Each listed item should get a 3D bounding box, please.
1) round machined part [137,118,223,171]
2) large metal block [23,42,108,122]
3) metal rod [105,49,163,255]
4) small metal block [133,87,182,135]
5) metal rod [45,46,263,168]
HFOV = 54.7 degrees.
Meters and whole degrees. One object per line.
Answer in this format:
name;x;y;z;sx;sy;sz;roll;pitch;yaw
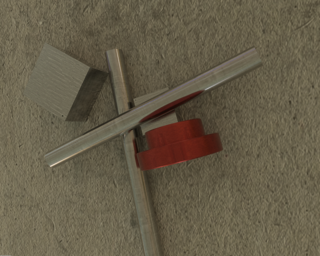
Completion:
round machined part;0.020;0.017;0.363;0.098;0.098;0.042;-16;85;19
large metal block;-0.133;-0.063;0.441;0.080;0.050;0.080;30;100;17
metal rod;-0.035;0.040;0.420;0.025;0.025;0.298;-13;86;19
small metal block;-0.002;-0.021;0.409;0.050;0.025;0.050;-17;85;19
metal rod;-0.021;-0.018;0.388;0.300;0.025;0.025;-26;82;16
